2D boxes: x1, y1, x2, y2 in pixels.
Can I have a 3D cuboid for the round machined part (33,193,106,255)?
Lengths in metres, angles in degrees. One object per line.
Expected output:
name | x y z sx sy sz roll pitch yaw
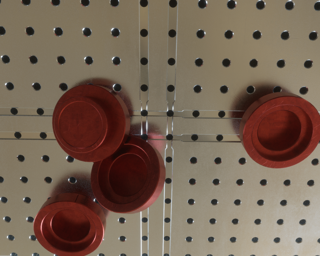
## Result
round machined part | -0.128 0.136 0.454 0.099 0.042 0.097 0 110 0

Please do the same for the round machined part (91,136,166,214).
round machined part | -0.038 0.063 0.409 0.098 0.042 0.098 -7 70 20

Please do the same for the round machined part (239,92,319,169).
round machined part | 0.153 0.000 0.405 0.099 0.042 0.097 0 110 0

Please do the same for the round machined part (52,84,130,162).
round machined part | -0.090 -0.005 0.386 0.098 0.042 0.097 1 95 11
